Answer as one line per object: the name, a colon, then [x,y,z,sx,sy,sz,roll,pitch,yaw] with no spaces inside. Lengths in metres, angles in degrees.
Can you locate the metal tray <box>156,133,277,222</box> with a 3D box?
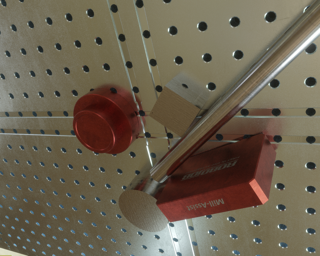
metal tray: [0.066,0.060,0.369,0.130,0.090,0.030,-24,108,36]

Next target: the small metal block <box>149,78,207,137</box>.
small metal block: [0.022,-0.024,0.384,0.050,0.025,0.050,34,129,5]

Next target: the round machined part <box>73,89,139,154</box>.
round machined part: [-0.084,-0.003,0.440,0.098,0.042,0.097,13,124,20]

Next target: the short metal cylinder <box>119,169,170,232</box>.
short metal cylinder: [-0.015,0.110,0.469,0.080,0.050,0.079,13,124,20]

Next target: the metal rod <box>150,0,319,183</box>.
metal rod: [0.079,-0.029,0.336,0.025,0.025,0.298,41,124,-1]
